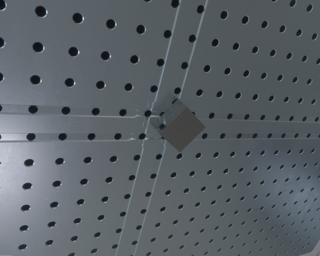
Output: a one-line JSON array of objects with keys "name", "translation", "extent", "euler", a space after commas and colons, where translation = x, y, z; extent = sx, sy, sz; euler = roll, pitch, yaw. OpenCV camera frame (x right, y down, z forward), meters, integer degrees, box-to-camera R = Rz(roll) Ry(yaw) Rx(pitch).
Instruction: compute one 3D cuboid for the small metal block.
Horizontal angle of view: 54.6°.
[{"name": "small metal block", "translation": [0.026, -0.002, 0.423], "extent": [0.050, 0.025, 0.050], "euler": [-45, 129, 3]}]
